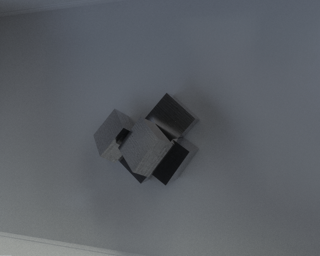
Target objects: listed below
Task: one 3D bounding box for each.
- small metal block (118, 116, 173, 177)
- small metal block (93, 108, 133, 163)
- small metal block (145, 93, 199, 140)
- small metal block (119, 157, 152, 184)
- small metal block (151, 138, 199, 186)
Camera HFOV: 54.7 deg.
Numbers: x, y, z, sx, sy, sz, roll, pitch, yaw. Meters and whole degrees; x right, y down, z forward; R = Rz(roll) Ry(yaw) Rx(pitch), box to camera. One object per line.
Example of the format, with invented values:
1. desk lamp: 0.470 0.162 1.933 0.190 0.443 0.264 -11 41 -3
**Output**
1. small metal block: -0.019 0.022 0.375 0.050 0.025 0.050 -54 41 12
2. small metal block: -0.060 0.010 0.416 0.050 0.025 0.050 -49 37 13
3. small metal block: 0.014 -0.010 0.403 0.050 0.025 0.050 44 103 14
4. small metal block: -0.022 0.037 0.416 0.050 0.025 0.050 44 103 14
5. small metal block: 0.019 0.040 0.388 0.025 0.050 0.050 37 102 16
